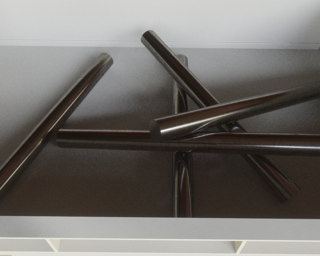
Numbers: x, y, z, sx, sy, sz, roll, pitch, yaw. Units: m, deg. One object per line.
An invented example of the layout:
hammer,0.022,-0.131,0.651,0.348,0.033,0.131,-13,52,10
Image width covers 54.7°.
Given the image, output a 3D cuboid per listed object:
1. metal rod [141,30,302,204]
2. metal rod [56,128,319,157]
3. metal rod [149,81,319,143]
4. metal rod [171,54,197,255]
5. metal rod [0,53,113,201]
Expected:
metal rod,0.064,-0.031,0.407,0.025,0.025,0.300,-27,63,-21
metal rod,0.023,0.015,0.358,0.301,0.025,0.025,1,50,12
metal rod,0.125,-0.029,0.391,0.303,0.025,0.025,-14,51,-28
metal rod,0.028,0.007,0.399,0.025,0.025,0.300,1,50,1
metal rod,-0.144,-0.004,0.406,0.025,0.025,0.301,18,52,14
